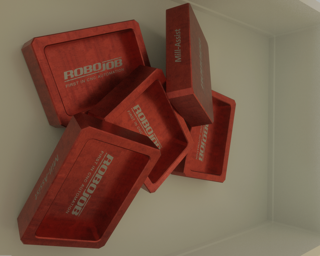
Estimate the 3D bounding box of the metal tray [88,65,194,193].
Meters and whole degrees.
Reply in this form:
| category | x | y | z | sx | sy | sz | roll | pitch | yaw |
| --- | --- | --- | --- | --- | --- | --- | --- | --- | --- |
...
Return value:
| category | x | y | z | sx | sy | sz | roll | pitch | yaw |
| --- | --- | --- | --- | --- | --- | --- | --- | --- | --- |
| metal tray | -0.015 | 0.004 | 0.363 | 0.090 | 0.030 | 0.130 | -47 | 133 | -22 |

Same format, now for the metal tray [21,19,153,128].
| category | x | y | z | sx | sy | sz | roll | pitch | yaw |
| --- | --- | --- | --- | --- | --- | --- | --- | --- | --- |
| metal tray | -0.070 | -0.063 | 0.343 | 0.131 | 0.030 | 0.089 | -26 | 107 | -37 |

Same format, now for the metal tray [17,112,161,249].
| category | x | y | z | sx | sy | sz | roll | pitch | yaw |
| --- | --- | --- | --- | --- | --- | --- | --- | --- | --- |
| metal tray | -0.069 | 0.058 | 0.307 | 0.091 | 0.030 | 0.129 | 22 | 105 | -38 |

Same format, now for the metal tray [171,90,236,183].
| category | x | y | z | sx | sy | sz | roll | pitch | yaw |
| --- | --- | --- | --- | --- | --- | --- | --- | --- | --- |
| metal tray | 0.066 | 0.011 | 0.459 | 0.091 | 0.030 | 0.129 | 16 | 80 | -39 |

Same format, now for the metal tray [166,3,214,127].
| category | x | y | z | sx | sy | sz | roll | pitch | yaw |
| --- | --- | --- | --- | --- | --- | --- | --- | --- | --- |
| metal tray | 0.038 | -0.077 | 0.390 | 0.090 | 0.030 | 0.130 | 44 | 41 | -56 |
